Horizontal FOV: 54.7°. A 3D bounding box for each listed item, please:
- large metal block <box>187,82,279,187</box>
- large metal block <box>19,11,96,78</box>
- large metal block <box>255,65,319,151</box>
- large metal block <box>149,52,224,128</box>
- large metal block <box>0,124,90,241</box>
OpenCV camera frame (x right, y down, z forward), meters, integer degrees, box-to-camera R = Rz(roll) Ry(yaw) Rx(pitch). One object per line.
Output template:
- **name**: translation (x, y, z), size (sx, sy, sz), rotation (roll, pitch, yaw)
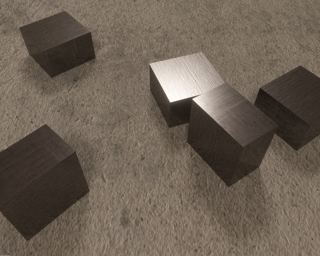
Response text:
- **large metal block**: translation (0.079, 0.008, 0.362), size (0.050, 0.080, 0.080), rotation (-28, 56, -21)
- **large metal block**: translation (-0.164, -0.137, 0.500), size (0.081, 0.050, 0.080), rotation (-32, 58, -25)
- **large metal block**: translation (0.185, -0.029, 0.414), size (0.081, 0.050, 0.080), rotation (-28, 56, -22)
- **large metal block**: translation (0.037, -0.055, 0.434), size (0.081, 0.050, 0.080), rotation (-15, 52, -13)
- **large metal block**: translation (-0.127, 0.056, 0.319), size (0.050, 0.080, 0.080), rotation (36, 59, 26)
